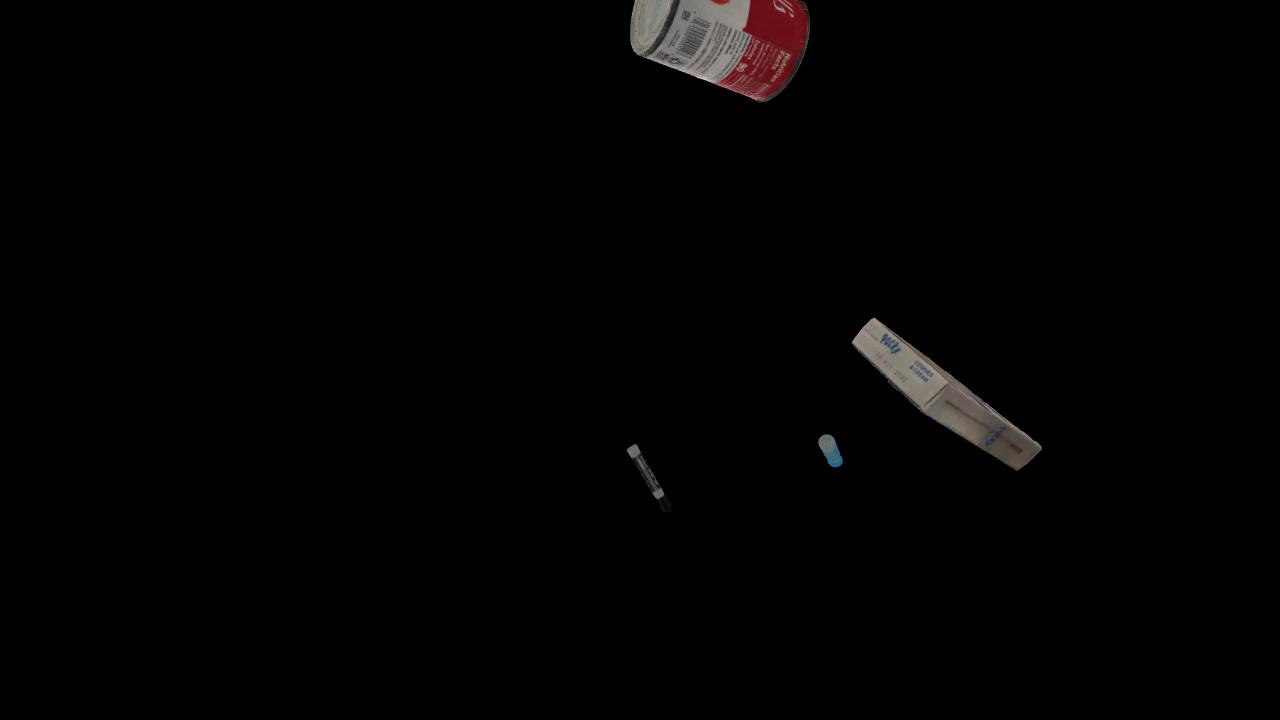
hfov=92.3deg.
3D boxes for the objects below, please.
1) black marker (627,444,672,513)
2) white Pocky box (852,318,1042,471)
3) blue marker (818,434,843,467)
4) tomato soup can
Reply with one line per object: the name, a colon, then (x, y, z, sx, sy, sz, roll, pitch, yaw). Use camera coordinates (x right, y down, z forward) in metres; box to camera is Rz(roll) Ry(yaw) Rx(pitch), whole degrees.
black marker: (0.016, 0.190, 0.979, 0.020, 0.121, 0.020, -30, 4, 2)
white Pocky box: (0.228, 0.028, 0.456, 0.154, 0.028, 0.084, 25, 21, -34)
blue marker: (0.235, 0.113, 0.755, 0.020, 0.020, 0.121, 0, -19, 23)
tomato soup can: (0.051, -0.221, 0.409, 0.101, 0.068, 0.068, 7, -3, -26)
